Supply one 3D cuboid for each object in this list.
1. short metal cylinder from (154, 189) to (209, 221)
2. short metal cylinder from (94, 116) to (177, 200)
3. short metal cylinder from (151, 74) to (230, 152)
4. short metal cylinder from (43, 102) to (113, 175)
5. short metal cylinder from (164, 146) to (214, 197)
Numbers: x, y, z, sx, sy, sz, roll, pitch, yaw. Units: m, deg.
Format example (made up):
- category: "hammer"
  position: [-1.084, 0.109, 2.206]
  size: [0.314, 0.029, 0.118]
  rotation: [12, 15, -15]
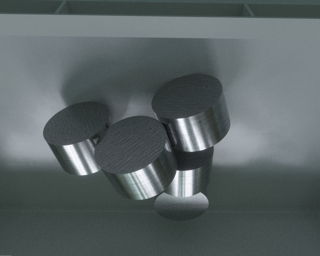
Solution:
- category: "short metal cylinder"
  position: [0.032, 0.098, 0.476]
  size: [0.081, 0.050, 0.079]
  rotation: [0, 130, 0]
- category: "short metal cylinder"
  position: [-0.025, 0.032, 0.345]
  size: [0.080, 0.080, 0.050]
  rotation: [-12, 135, 9]
- category: "short metal cylinder"
  position: [0.036, -0.019, 0.357]
  size: [0.080, 0.080, 0.050]
  rotation: [-14, 129, 11]
- category: "short metal cylinder"
  position: [-0.094, 0.011, 0.382]
  size: [0.080, 0.080, 0.050]
  rotation: [-9, 130, 7]
- category: "short metal cylinder"
  position: [0.029, 0.043, 0.410]
  size: [0.080, 0.080, 0.050]
  rotation: [-1, 130, 1]
